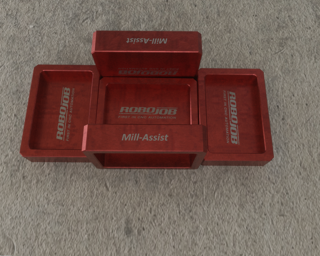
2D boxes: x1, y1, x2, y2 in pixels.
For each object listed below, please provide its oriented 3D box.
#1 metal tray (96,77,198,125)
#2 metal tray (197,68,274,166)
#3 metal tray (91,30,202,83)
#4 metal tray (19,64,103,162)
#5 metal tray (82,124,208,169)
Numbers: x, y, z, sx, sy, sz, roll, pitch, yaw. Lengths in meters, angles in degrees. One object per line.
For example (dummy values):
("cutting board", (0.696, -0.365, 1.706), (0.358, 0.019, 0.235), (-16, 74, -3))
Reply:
("metal tray", (-0.016, -0.021, 0.414), (0.131, 0.030, 0.090), (1, 70, 0))
("metal tray", (0.095, -0.016, 0.414), (0.091, 0.030, 0.130), (1, 70, 0))
("metal tray", (-0.015, -0.088, 0.407), (0.131, 0.090, 0.030), (0, 70, 0))
("metal tray", (-0.126, -0.021, 0.413), (0.091, 0.030, 0.130), (1, 70, 0))
("metal tray", (-0.016, 0.025, 0.364), (0.131, 0.090, 0.030), (0, 70, 0))
